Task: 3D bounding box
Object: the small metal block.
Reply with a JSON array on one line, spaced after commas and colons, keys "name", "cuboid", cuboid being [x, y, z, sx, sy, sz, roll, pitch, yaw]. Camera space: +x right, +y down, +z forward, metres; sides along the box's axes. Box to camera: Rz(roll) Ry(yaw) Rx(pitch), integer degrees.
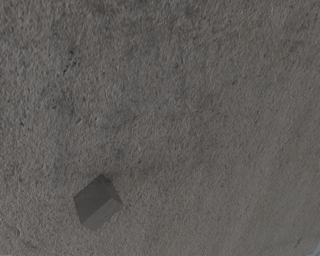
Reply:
[{"name": "small metal block", "cuboid": [-0.082, 0.097, 0.405, 0.050, 0.050, 0.025, -42, 129, 0]}]
